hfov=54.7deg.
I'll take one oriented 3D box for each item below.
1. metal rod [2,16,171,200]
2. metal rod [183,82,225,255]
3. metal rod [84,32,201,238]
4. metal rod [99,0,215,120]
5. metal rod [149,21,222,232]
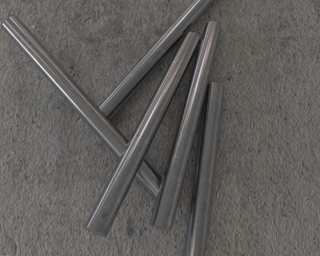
[{"bbox_3d":[-0.090,-0.023,0.387,0.025,0.025,0.300,-41,86,-13],"label":"metal rod"},{"bbox_3d":[0.051,0.081,0.378,0.025,0.025,0.299,9,70,3],"label":"metal rod"},{"bbox_3d":[-0.009,-0.013,0.384,0.025,0.025,0.300,21,60,7],"label":"metal rod"},{"bbox_3d":[0.007,-0.121,0.452,0.025,0.025,0.300,35,73,12],"label":"metal rod"},{"bbox_3d":[0.040,-0.021,0.400,0.025,0.025,0.300,15,65,5],"label":"metal rod"}]
